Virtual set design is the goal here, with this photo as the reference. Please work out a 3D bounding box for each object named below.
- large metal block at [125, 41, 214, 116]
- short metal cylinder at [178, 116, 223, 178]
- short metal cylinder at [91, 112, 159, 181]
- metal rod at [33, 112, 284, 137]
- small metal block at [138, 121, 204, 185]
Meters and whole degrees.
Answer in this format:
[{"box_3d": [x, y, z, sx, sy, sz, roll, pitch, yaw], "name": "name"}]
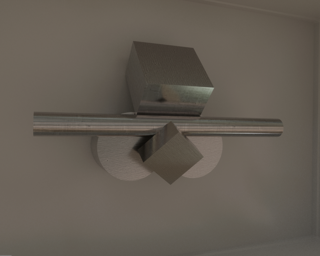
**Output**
[{"box_3d": [0.008, -0.058, 0.378, 0.081, 0.050, 0.080, 1, 47, -20], "name": "large metal block"}, {"box_3d": [0.035, 0.023, 0.410, 0.081, 0.050, 0.079, 0, 90, -21], "name": "short metal cylinder"}, {"box_3d": [-0.041, 0.021, 0.382, 0.081, 0.050, 0.079, 0, 90, -21], "name": "short metal cylinder"}, {"box_3d": [0.015, -0.002, 0.363, 0.303, 0.025, 0.025, 1, 90, -21], "name": "metal rod"}, {"box_3d": [0.012, 0.029, 0.350, 0.050, 0.025, 0.050, -41, 124, 6], "name": "small metal block"}]
